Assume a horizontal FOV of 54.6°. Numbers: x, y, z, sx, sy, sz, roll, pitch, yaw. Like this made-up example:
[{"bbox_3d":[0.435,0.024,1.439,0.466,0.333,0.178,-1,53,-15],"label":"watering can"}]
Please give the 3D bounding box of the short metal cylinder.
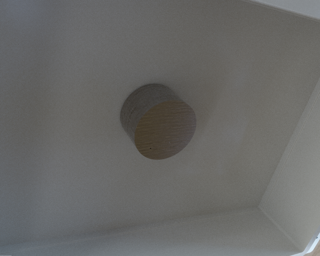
[{"bbox_3d":[-0.003,-0.008,0.383,0.081,0.050,0.080,-14,124,-21],"label":"short metal cylinder"}]
